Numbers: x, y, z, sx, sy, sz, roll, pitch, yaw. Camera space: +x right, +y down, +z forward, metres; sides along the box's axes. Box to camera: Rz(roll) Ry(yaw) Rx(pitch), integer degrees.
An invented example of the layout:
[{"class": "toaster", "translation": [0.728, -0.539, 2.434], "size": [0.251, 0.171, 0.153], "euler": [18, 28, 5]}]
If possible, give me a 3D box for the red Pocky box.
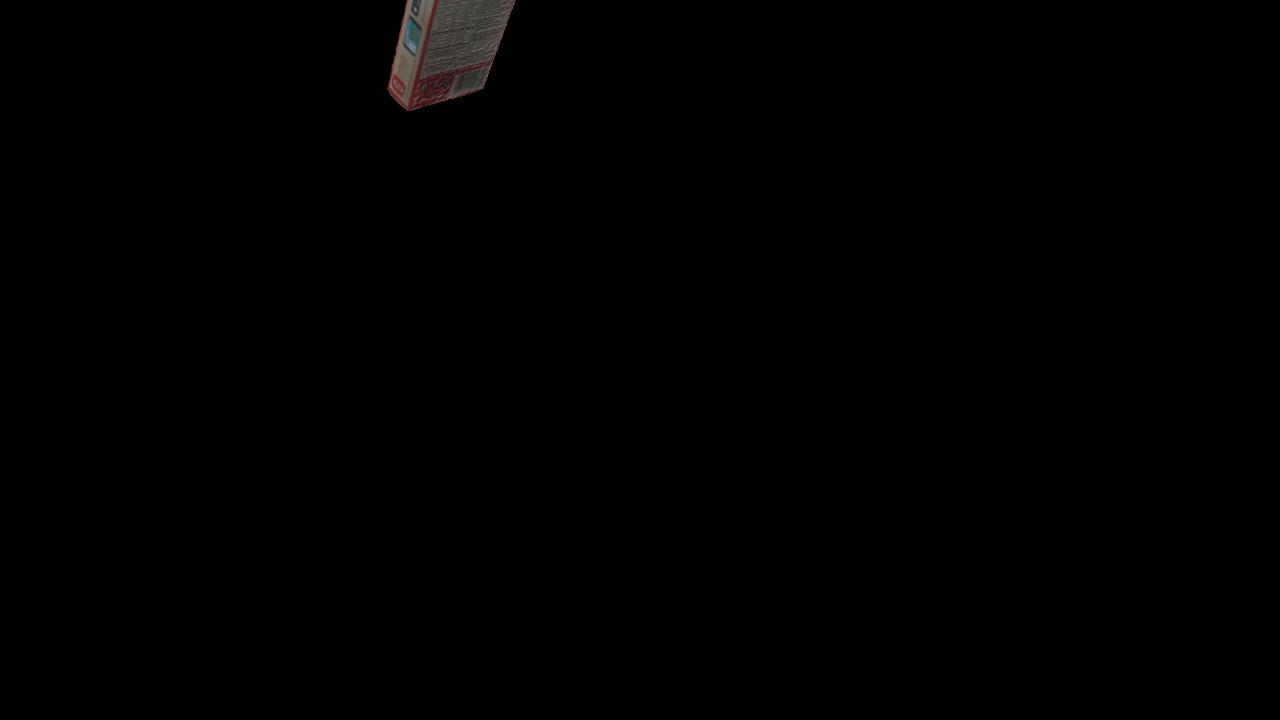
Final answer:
[{"class": "red Pocky box", "translation": [-0.130, -0.255, 0.446], "size": [0.083, 0.028, 0.155], "euler": [-40, -1, -40]}]
